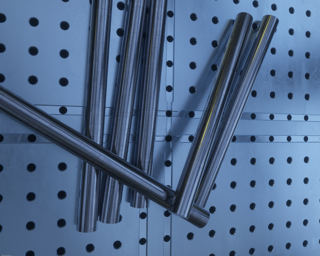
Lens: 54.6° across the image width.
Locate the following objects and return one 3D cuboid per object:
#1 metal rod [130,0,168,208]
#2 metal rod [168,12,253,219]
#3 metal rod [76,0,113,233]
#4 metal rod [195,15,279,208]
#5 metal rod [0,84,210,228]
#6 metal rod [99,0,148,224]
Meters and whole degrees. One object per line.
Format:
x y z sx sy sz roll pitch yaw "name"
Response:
-0.013 -0.047 0.407 0.025 0.025 0.298 6 88 -20 "metal rod"
0.073 -0.030 0.410 0.025 0.025 0.300 28 70 -18 "metal rod"
-0.080 -0.025 0.382 0.025 0.025 0.298 4 89 -20 "metal rod"
0.110 -0.030 0.452 0.025 0.025 0.299 26 81 -18 "metal rod"
-0.063 0.039 0.361 0.301 0.025 0.025 34 79 -17 "metal rod"
-0.046 -0.032 0.395 0.025 0.025 0.299 8 87 -20 "metal rod"
